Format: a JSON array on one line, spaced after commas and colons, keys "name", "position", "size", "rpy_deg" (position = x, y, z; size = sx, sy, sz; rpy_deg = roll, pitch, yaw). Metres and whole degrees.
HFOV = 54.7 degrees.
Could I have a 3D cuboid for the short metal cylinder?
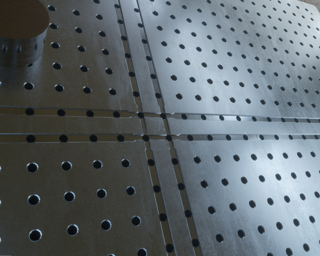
[{"name": "short metal cylinder", "position": [-0.178, -0.120, 0.370], "size": [0.081, 0.050, 0.080], "rpy_deg": [14, 56, -21]}]
